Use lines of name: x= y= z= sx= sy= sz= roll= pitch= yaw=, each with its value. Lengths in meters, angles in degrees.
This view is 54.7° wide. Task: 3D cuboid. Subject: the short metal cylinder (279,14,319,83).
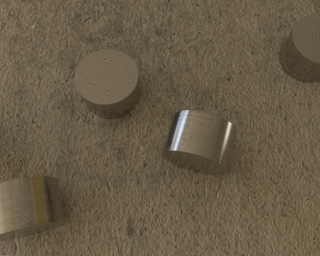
short metal cylinder: x=0.217 y=-0.111 z=0.437 sx=0.081 sy=0.050 sz=0.080 roll=0 pitch=70 yaw=0

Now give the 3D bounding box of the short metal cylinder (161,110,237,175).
short metal cylinder: x=0.047 y=0.019 z=0.372 sx=0.080 sy=0.080 sz=0.050 roll=16 pitch=71 yaw=5

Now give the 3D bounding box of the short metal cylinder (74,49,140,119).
short metal cylinder: x=-0.068 y=-0.058 z=0.415 sx=0.081 sy=0.050 sz=0.080 roll=0 pitch=70 yaw=0

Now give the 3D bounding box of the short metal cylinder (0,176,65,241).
short metal cylinder: x=-0.151 y=0.091 z=0.345 sx=0.081 sy=0.080 sz=0.050 roll=-15 pitch=71 yaw=-5
